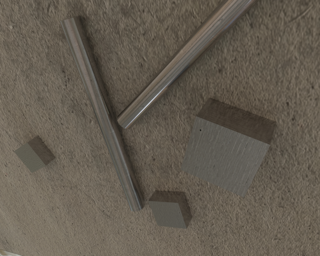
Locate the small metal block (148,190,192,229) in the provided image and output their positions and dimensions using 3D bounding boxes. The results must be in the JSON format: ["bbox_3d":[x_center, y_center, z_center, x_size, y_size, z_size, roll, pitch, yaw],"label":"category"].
[{"bbox_3d":[0.016,0.124,0.474,0.050,0.025,0.050,-4,117,29],"label":"small metal block"}]

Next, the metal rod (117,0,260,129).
[{"bbox_3d":[0.039,-0.087,0.331,0.025,0.025,0.299,45,129,-4],"label":"metal rod"}]

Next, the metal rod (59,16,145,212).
[{"bbox_3d":[-0.074,-0.004,0.441,0.025,0.025,0.298,-2,118,29],"label":"metal rod"}]

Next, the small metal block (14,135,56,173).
[{"bbox_3d":[-0.222,0.047,0.550,0.050,0.025,0.050,-25,105,36],"label":"small metal block"}]

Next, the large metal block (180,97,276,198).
[{"bbox_3d":[0.078,0.022,0.362,0.080,0.050,0.079,22,127,14],"label":"large metal block"}]
